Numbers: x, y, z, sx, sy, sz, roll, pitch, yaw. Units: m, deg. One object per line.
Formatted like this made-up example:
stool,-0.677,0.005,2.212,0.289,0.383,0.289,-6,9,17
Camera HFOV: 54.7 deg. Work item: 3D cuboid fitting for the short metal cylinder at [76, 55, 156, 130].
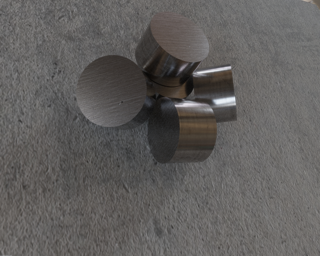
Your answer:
short metal cylinder,-0.049,-0.039,0.362,0.080,0.050,0.080,-1,85,10

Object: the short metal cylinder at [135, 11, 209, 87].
short metal cylinder,0.015,-0.100,0.395,0.081,0.050,0.080,14,56,-21

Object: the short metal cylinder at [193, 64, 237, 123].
short metal cylinder,0.078,-0.047,0.435,0.050,0.080,0.080,-7,58,12

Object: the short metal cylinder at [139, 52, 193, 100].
short metal cylinder,0.000,-0.060,0.428,0.081,0.050,0.080,14,56,-21

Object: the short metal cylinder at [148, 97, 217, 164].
short metal cylinder,0.025,0.003,0.382,0.050,0.080,0.080,2,61,-28
